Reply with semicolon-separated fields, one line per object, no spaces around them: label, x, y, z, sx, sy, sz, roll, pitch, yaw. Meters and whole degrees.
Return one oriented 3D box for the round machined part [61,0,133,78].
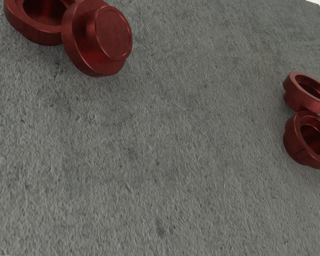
round machined part;-0.072;-0.115;0.393;0.099;0.042;0.097;8;81;-55

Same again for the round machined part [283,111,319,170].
round machined part;0.244;0.023;0.510;0.099;0.042;0.098;14;56;-21

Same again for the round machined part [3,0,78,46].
round machined part;-0.148;-0.146;0.402;0.099;0.042;0.098;14;56;-21

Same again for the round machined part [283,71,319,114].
round machined part;0.264;-0.056;0.558;0.099;0.042;0.098;16;39;-13
